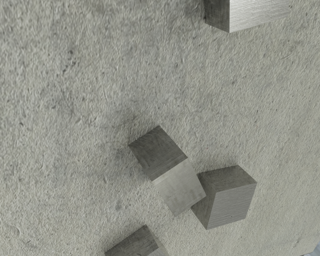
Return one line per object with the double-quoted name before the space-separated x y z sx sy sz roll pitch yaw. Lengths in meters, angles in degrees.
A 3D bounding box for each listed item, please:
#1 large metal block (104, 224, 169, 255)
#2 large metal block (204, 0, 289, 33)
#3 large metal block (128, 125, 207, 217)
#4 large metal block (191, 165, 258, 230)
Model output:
"large metal block" -0.031 0.219 0.509 0.080 0.050 0.080 -33 129 -6
"large metal block" 0.096 -0.160 0.344 0.081 0.050 0.079 -20 126 -17
"large metal block" 0.009 0.056 0.411 0.050 0.080 0.080 -33 129 -7
"large metal block" 0.106 0.115 0.519 0.081 0.050 0.079 -7 122 -25
